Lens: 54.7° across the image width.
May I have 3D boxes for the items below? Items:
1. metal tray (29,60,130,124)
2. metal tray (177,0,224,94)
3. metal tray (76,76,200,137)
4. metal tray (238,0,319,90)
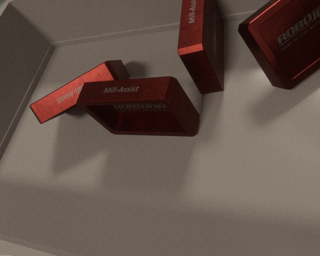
[{"bbox_3d":[-0.115,-0.056,0.460,0.130,0.030,0.090,-27,9,10],"label":"metal tray"},{"bbox_3d":[0.058,-0.122,0.407,0.030,0.090,0.130,-8,58,24],"label":"metal tray"},{"bbox_3d":[-0.026,-0.023,0.390,0.130,0.090,0.030,1,63,28],"label":"metal tray"},{"bbox_3d":[0.166,-0.116,0.347,0.130,0.090,0.030,-38,17,2],"label":"metal tray"}]
